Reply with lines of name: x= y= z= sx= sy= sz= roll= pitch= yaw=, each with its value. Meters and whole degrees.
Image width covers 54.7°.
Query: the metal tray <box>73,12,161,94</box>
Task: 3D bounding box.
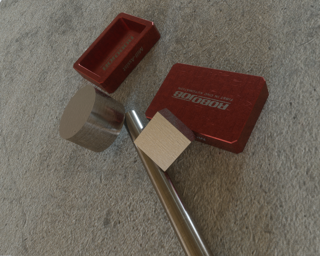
metal tray: x=-0.072 y=-0.128 z=0.514 sx=0.090 sy=0.030 sz=0.130 roll=32 pitch=79 yaw=37

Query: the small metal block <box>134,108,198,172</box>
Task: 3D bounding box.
small metal block: x=0.006 y=0.013 z=0.360 sx=0.050 sy=0.025 sz=0.050 roll=43 pitch=115 yaw=9

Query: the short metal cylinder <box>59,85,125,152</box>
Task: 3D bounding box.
short metal cylinder: x=-0.094 y=-0.012 z=0.428 sx=0.080 sy=0.050 sz=0.080 roll=-27 pitch=48 yaw=34

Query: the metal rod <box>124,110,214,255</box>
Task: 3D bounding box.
metal rod: x=0.017 y=0.087 z=0.340 sx=0.025 sy=0.025 sz=0.300 roll=-34 pitch=52 yaw=6

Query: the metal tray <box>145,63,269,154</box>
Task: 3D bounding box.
metal tray: x=0.056 y=-0.030 z=0.389 sx=0.130 sy=0.030 sz=0.090 roll=18 pitch=71 yaw=34
